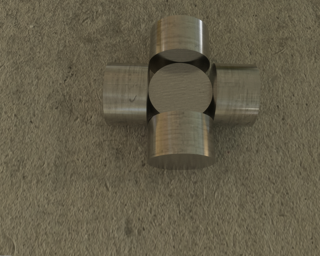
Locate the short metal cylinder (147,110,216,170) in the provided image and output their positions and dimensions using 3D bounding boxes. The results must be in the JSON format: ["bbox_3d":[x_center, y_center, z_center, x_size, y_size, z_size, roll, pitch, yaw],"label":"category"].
[{"bbox_3d":[0.025,0.018,0.374,0.081,0.080,0.050,0,70,0],"label":"short metal cylinder"}]

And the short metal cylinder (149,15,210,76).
[{"bbox_3d":[0.026,-0.106,0.418,0.081,0.080,0.050,2,71,0],"label":"short metal cylinder"}]

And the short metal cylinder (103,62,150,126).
[{"bbox_3d":[-0.040,-0.043,0.396,0.050,0.080,0.080,2,70,1],"label":"short metal cylinder"}]

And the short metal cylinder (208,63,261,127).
[{"bbox_3d":[0.091,-0.042,0.397,0.050,0.080,0.080,2,70,1],"label":"short metal cylinder"}]

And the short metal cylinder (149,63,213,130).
[{"bbox_3d":[0.026,-0.039,0.411,0.081,0.050,0.080,0,70,0],"label":"short metal cylinder"}]
